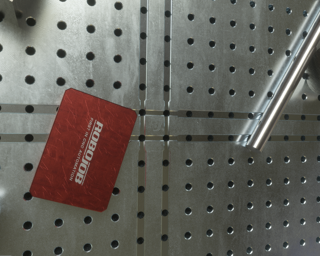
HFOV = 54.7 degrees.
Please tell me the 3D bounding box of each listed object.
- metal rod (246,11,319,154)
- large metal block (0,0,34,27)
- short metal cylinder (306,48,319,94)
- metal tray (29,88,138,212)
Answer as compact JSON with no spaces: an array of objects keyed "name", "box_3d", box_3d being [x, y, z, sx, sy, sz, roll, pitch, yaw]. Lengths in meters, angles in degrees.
[{"name":"metal rod","box_3d":[0.218,-0.093,0.495,0.025,0.025,0.300,35,78,-17]},{"name":"large metal block","box_3d":[-0.157,-0.165,0.325,0.050,0.080,0.080,28,81,-18]},{"name":"short metal cylinder","box_3d":[0.282,-0.090,0.490,0.050,0.080,0.080,5,88,-20]},{"name":"metal tray","box_3d":[-0.091,0.027,0.377,0.091,0.030,0.129,20,83,-19]}]
